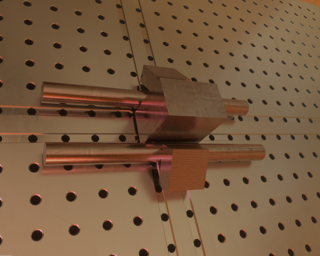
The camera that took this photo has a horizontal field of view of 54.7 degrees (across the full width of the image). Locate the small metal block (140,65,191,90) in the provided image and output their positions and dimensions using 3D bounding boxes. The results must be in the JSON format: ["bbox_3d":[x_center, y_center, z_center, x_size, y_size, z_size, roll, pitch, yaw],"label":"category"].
[{"bbox_3d":[0.007,-0.066,0.433,0.050,0.025,0.050,1,27,-28],"label":"small metal block"}]

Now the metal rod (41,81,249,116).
[{"bbox_3d":[-0.001,-0.036,0.424,0.303,0.025,0.025,2,61,-27],"label":"metal rod"}]

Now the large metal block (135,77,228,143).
[{"bbox_3d":[0.024,-0.016,0.390,0.081,0.080,0.050,2,61,-28],"label":"large metal block"}]

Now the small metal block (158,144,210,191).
[{"bbox_3d":[0.029,0.047,0.375,0.050,0.025,0.050,3,98,-27],"label":"small metal block"}]

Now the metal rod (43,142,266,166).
[{"bbox_3d":[0.014,0.032,0.392,0.303,0.025,0.025,2,61,-27],"label":"metal rod"}]
